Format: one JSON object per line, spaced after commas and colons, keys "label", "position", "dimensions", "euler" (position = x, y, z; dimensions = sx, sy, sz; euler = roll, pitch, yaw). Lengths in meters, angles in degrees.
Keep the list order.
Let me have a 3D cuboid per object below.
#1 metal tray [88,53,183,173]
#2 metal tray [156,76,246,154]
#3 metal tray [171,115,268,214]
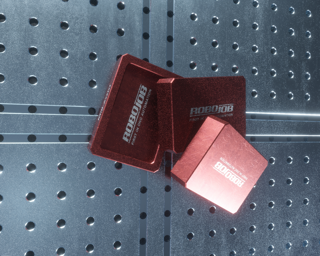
{"label": "metal tray", "position": [-0.029, -0.018, 0.399], "dimensions": [0.091, 0.030, 0.130], "euler": [20, 83, -19]}
{"label": "metal tray", "position": [0.059, -0.022, 0.409], "dimensions": [0.131, 0.030, 0.089], "euler": [-8, 100, -35]}
{"label": "metal tray", "position": [0.083, 0.052, 0.405], "dimensions": [0.130, 0.030, 0.090], "euler": [36, 87, -42]}
